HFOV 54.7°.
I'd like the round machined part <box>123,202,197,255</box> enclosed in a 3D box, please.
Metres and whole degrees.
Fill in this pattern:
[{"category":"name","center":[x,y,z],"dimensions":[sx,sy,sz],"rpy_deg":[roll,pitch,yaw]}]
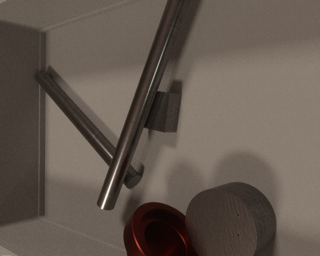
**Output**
[{"category":"round machined part","center":[0.001,0.138,0.357],"dimensions":[0.098,0.099,0.042],"rpy_deg":[49,119,28]}]

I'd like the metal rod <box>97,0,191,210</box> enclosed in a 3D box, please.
[{"category":"metal rod","center":[-0.024,-0.027,0.392],"dimensions":[0.025,0.025,0.298],"rpy_deg":[32,109,35]}]

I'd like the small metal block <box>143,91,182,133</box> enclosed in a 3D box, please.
[{"category":"small metal block","center":[-0.002,-0.023,0.407],"dimensions":[0.050,0.025,0.050],"rpy_deg":[13,98,39]}]

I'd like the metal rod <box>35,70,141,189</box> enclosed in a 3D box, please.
[{"category":"metal rod","center":[-0.131,-0.011,0.511],"dimensions":[0.300,0.025,0.025],"rpy_deg":[43,116,31]}]

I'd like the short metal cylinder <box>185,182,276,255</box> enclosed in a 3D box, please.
[{"category":"short metal cylinder","center":[0.074,0.101,0.328],"dimensions":[0.080,0.050,0.079],"rpy_deg":[0,90,39]}]
